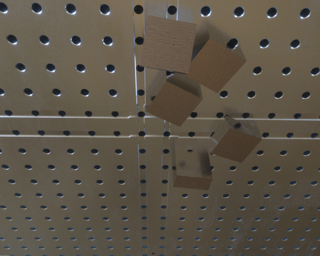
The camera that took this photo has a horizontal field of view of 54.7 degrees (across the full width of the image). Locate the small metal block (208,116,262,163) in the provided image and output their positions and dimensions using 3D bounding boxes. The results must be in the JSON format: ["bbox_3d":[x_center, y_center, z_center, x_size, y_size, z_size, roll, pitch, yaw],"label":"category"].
[{"bbox_3d":[0.103,0.017,0.428,0.050,0.025,0.050,18,128,-15],"label":"small metal block"}]

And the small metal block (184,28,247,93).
[{"bbox_3d":[0.059,-0.074,0.349,0.050,0.025,0.050,25,126,-21],"label":"small metal block"}]

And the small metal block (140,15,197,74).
[{"bbox_3d":[0.008,-0.085,0.324,0.050,0.025,0.050,9,97,-6],"label":"small metal block"}]

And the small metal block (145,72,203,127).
[{"bbox_3d":[0.016,-0.035,0.382,0.050,0.025,0.050,24,126,-20],"label":"small metal block"}]

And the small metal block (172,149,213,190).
[{"bbox_3d":[0.045,0.060,0.447,0.050,0.050,0.025,7,130,-7],"label":"small metal block"}]
